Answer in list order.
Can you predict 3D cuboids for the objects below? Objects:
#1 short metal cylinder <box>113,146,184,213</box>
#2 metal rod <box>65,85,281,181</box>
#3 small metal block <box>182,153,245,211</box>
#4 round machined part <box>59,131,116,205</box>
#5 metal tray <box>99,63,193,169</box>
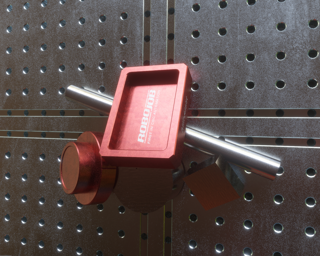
[{"bbox_3d":[-0.014,0.064,0.400,0.080,0.050,0.079,0,90,20],"label":"short metal cylinder"},{"bbox_3d":[0.003,-0.001,0.407,0.301,0.025,0.025,21,97,18],"label":"metal rod"},{"bbox_3d":[0.064,0.065,0.374,0.050,0.025,0.050,-33,95,33],"label":"small metal block"},{"bbox_3d":[-0.100,0.052,0.410,0.098,0.042,0.097,-9,78,52],"label":"round machined part"},{"bbox_3d":[-0.014,-0.017,0.379,0.090,0.030,0.130,0,61,19],"label":"metal tray"}]
